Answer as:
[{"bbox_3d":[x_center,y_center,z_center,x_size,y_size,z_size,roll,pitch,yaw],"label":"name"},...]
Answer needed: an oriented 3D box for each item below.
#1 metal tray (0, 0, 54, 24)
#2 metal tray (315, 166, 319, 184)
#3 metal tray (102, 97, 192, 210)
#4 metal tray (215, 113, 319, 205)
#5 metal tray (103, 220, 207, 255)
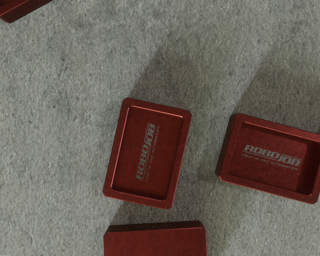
[{"bbox_3d":[-0.199,-0.217,0.404,0.090,0.030,0.130,-29,90,-1],"label":"metal tray"},{"bbox_3d":[0.277,0.031,0.411,0.090,0.030,0.129,23,90,-1],"label":"metal tray"},{"bbox_3d":[-0.016,0.032,0.407,0.091,0.030,0.129,12,90,-1],"label":"metal tray"},{"bbox_3d":[0.148,0.039,0.409,0.131,0.030,0.090,15,90,-1],"label":"metal tray"},{"bbox_3d":[-0.005,0.174,0.408,0.131,0.030,0.089,-3,90,-1],"label":"metal tray"}]
